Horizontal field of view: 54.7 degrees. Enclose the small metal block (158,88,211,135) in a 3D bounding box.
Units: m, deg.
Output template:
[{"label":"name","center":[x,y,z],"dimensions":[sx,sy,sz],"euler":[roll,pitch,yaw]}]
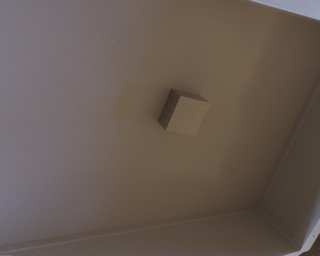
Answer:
[{"label":"small metal block","center":[0.032,-0.021,0.415],"dimensions":[0.050,0.025,0.050],"euler":[9,114,-33]}]
